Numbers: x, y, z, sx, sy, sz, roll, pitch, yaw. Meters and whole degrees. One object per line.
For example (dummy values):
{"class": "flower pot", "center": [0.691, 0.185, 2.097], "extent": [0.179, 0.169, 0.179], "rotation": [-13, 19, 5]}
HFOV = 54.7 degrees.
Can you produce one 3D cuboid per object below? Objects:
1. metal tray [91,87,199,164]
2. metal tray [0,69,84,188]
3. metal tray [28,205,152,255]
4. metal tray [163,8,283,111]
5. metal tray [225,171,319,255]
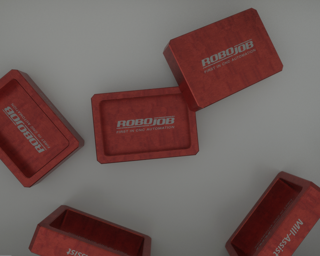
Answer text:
{"class": "metal tray", "center": [-0.019, -0.004, 0.408], "extent": [0.131, 0.030, 0.089], "rotation": [-5, 90, -1]}
{"class": "metal tray", "center": [-0.176, 0.000, 0.406], "extent": [0.090, 0.030, 0.130], "rotation": [-40, 91, 0]}
{"class": "metal tray", "center": [-0.077, 0.140, 0.378], "extent": [0.131, 0.090, 0.030], "rotation": [21, 90, -1]}
{"class": "metal tray", "center": [0.081, -0.087, 0.394], "extent": [0.131, 0.030, 0.090], "rotation": [-26, 90, -15]}
{"class": "metal tray", "center": [0.139, 0.119, 0.380], "extent": [0.030, 0.090, 0.130], "rotation": [37, 90, 0]}
